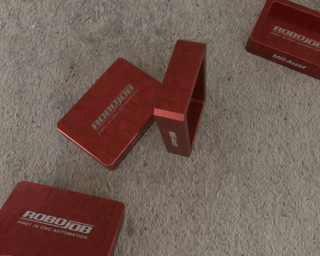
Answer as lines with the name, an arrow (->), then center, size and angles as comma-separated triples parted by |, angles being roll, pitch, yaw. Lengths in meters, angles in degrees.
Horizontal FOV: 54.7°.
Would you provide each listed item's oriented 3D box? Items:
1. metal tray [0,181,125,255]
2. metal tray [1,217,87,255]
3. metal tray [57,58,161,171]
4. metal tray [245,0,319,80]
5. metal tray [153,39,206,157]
metal tray -> -0.113, 0.114, 0.342 | 0.131, 0.030, 0.090 | 11, 43, 4
metal tray -> -0.121, 0.170, 0.342 | 0.130, 0.030, 0.090 | 32, 73, 11
metal tray -> -0.058, -0.021, 0.412 | 0.090, 0.030, 0.130 | 35, 74, 12
metal tray -> 0.203, -0.133, 0.455 | 0.130, 0.030, 0.090 | 24, 72, 8
metal tray -> 0.029, -0.028, 0.361 | 0.030, 0.130, 0.090 | 13, 71, 13
